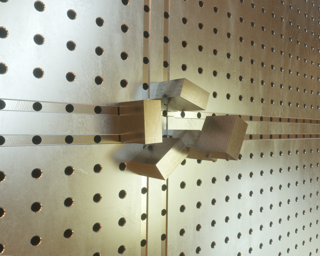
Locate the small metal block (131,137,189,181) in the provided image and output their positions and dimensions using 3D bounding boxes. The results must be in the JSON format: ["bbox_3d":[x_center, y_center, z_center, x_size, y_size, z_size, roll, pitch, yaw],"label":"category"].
[{"bbox_3d":[0.000,0.037,0.395,0.050,0.050,0.025,-44,117,-31],"label":"small metal block"}]

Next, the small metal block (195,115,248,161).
[{"bbox_3d":[0.078,0.012,0.396,0.025,0.050,0.050,34,69,-36],"label":"small metal block"}]

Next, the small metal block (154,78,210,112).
[{"bbox_3d":[0.030,-0.044,0.420,0.050,0.050,0.025,24,75,-38],"label":"small metal block"}]

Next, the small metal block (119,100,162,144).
[{"bbox_3d":[-0.024,-0.007,0.375,0.025,0.050,0.050,-4,93,-40],"label":"small metal block"}]

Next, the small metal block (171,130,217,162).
[{"bbox_3d":[0.049,0.024,0.437,0.050,0.050,0.025,32,70,-36],"label":"small metal block"}]
